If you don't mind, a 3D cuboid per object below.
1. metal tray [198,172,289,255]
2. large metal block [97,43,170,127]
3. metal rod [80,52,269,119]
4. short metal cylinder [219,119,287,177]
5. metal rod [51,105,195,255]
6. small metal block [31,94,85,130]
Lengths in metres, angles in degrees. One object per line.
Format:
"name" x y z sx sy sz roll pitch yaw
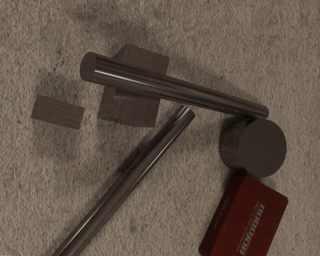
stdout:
"metal tray" 0.124 0.142 0.454 0.090 0.030 0.130 30 80 -18
"large metal block" -0.034 -0.045 0.368 0.050 0.080 0.080 14 85 -20
"metal rod" 0.047 -0.037 0.364 0.302 0.025 0.025 8 87 -44
"short metal cylinder" 0.133 0.028 0.447 0.081 0.050 0.079 0 90 -21
"metal rod" -0.057 0.087 0.388 0.025 0.025 0.300 45 76 -15
"small metal block" -0.117 -0.017 0.353 0.050 0.050 0.025 16 85 -20
